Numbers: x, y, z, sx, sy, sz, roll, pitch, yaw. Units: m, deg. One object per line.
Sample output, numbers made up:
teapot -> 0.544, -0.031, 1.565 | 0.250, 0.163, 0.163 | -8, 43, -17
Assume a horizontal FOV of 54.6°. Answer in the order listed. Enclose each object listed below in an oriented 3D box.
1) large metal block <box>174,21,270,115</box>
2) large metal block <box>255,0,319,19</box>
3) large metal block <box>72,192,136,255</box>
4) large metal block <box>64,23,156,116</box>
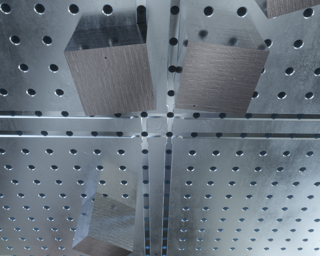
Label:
large metal block -> 0.062, -0.064, 0.341 | 0.080, 0.050, 0.079 | 5, 130, -5
large metal block -> 0.124, -0.152, 0.266 | 0.080, 0.050, 0.080 | -13, 129, 11
large metal block -> -0.090, 0.166, 0.516 | 0.080, 0.080, 0.050 | 31, 124, -23
large metal block -> -0.049, -0.063, 0.341 | 0.080, 0.050, 0.080 | -5, 130, 4
